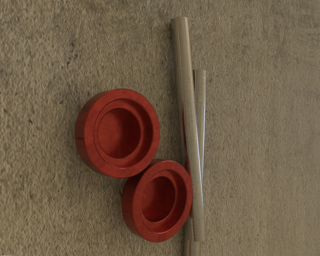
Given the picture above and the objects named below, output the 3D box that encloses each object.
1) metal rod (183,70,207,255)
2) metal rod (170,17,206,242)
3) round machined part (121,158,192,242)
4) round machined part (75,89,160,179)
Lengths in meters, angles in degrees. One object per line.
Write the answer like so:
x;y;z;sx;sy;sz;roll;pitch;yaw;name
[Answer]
0.050;0.067;0.446;0.025;0.025;0.298;4;88;-40;metal rod
0.038;0.000;0.422;0.025;0.025;0.298;-3;88;-40;metal rod
-0.008;0.086;0.385;0.099;0.042;0.097;-3;94;-42;round machined part
-0.051;0.006;0.351;0.099;0.042;0.097;0;90;-40;round machined part
